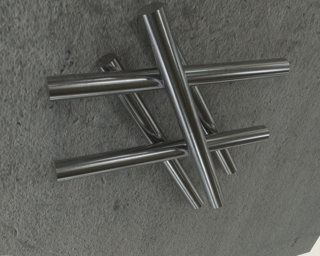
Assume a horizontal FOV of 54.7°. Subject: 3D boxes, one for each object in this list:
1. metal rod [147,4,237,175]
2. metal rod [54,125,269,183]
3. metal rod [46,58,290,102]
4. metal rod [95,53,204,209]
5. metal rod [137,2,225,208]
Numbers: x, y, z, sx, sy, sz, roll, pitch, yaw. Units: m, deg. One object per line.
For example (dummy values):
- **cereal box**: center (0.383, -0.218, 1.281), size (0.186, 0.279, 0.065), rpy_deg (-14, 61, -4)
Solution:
- **metal rod**: center (0.052, -0.029, 0.420), size (0.025, 0.025, 0.299), rpy_deg (-37, 130, -4)
- **metal rod**: center (0.020, 0.028, 0.406), size (0.303, 0.025, 0.025), rpy_deg (-9, 122, -24)
- **metal rod**: center (0.029, -0.060, 0.357), size (0.303, 0.025, 0.025), rpy_deg (-9, 123, -24)
- **metal rod**: center (0.002, 0.026, 0.426), size (0.025, 0.025, 0.299), rpy_deg (-35, 129, -5)
- **metal rod**: center (0.038, 0.001, 0.367), size (0.025, 0.025, 0.299), rpy_deg (-31, 129, -9)
